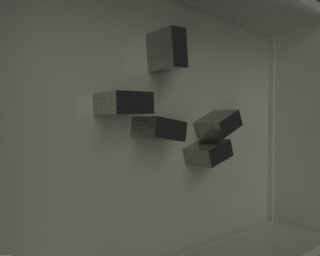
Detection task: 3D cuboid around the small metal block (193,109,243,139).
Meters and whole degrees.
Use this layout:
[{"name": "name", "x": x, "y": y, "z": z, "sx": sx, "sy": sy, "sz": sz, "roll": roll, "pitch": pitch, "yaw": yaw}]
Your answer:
[{"name": "small metal block", "x": 0.087, "y": -0.006, "z": 0.466, "sx": 0.050, "sy": 0.050, "sz": 0.025, "roll": -30, "pitch": 109, "yaw": -36}]

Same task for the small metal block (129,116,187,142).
[{"name": "small metal block", "x": -0.002, "y": 0.002, "z": 0.391, "sx": 0.050, "sy": 0.050, "sz": 0.025, "roll": 10, "pitch": 84, "yaw": -40}]

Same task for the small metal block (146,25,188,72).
[{"name": "small metal block", "x": 0.008, "y": -0.100, "z": 0.399, "sx": 0.025, "sy": 0.050, "sz": 0.050, "roll": -6, "pitch": 94, "yaw": -40}]

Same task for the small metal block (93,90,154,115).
[{"name": "small metal block", "x": -0.042, "y": -0.028, "z": 0.356, "sx": 0.050, "sy": 0.050, "sz": 0.025, "roll": -3, "pitch": 92, "yaw": -40}]

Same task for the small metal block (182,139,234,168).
[{"name": "small metal block", "x": 0.070, "y": 0.035, "z": 0.451, "sx": 0.050, "sy": 0.050, "sz": 0.025, "roll": -22, "pitch": 104, "yaw": -38}]
